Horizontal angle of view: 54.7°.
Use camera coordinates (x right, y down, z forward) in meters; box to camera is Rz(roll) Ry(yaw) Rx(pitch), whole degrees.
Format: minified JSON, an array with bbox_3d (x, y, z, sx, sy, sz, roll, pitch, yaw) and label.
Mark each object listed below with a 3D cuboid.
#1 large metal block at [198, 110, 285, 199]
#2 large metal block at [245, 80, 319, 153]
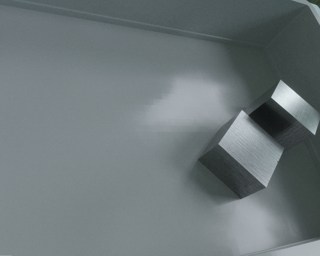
[{"bbox_3d":[0.113,0.036,0.428,0.080,0.050,0.080,43,51,1],"label":"large metal block"},{"bbox_3d":[0.180,-0.012,0.474,0.080,0.080,0.050,41,51,-1],"label":"large metal block"}]
